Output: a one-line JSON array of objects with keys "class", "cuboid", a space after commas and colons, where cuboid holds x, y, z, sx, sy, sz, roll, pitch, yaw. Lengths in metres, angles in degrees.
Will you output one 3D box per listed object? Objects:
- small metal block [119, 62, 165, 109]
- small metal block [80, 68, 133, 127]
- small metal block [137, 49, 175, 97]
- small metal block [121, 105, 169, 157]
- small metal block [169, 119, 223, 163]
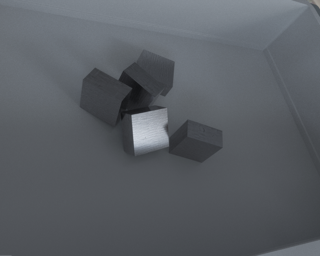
[{"class": "small metal block", "cuboid": [-0.029, -0.048, 0.401, 0.050, 0.050, 0.025, 41, 49, 1]}, {"class": "small metal block", "cuboid": [-0.066, -0.036, 0.371, 0.050, 0.050, 0.025, 29, 51, 3]}, {"class": "small metal block", "cuboid": [-0.008, -0.080, 0.450, 0.050, 0.025, 0.050, 18, 55, -18]}, {"class": "small metal block", "cuboid": [-0.018, 0.002, 0.378, 0.050, 0.025, 0.050, -14, 108, -34]}, {"class": "small metal block", "cuboid": [0.046, 0.018, 0.403, 0.050, 0.050, 0.025, 18, 55, -18]}]
